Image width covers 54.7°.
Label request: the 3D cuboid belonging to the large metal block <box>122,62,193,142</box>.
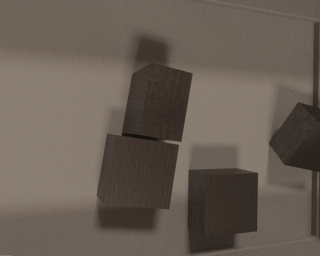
[{"bbox_3d":[-0.006,-0.028,0.380,0.050,0.080,0.080,11,86,-20],"label":"large metal block"}]

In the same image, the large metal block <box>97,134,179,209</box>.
[{"bbox_3d":[-0.029,0.053,0.388,0.081,0.050,0.080,10,87,-20],"label":"large metal block"}]

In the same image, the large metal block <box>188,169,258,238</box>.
[{"bbox_3d":[0.087,0.100,0.431,0.081,0.050,0.079,1,90,-21],"label":"large metal block"}]

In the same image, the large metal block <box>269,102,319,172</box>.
[{"bbox_3d":[0.228,0.016,0.464,0.081,0.050,0.079,12,122,-20],"label":"large metal block"}]
